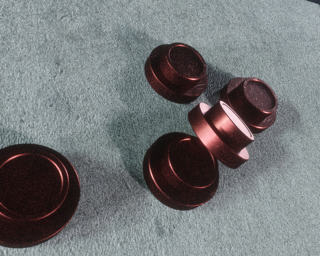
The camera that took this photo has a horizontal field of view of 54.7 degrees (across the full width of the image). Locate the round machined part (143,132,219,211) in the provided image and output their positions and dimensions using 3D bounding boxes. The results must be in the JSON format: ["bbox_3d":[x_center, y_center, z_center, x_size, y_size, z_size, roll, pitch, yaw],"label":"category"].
[{"bbox_3d":[0.032,0.048,0.381,0.099,0.042,0.098,13,56,-21],"label":"round machined part"}]

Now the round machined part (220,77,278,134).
[{"bbox_3d":[0.149,-0.043,0.499,0.099,0.042,0.098,14,56,-21],"label":"round machined part"}]

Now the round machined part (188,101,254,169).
[{"bbox_3d":[0.086,0.003,0.409,0.098,0.042,0.098,41,21,-19],"label":"round machined part"}]

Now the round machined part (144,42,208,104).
[{"bbox_3d":[0.030,-0.088,0.463,0.099,0.042,0.098,14,56,-21],"label":"round machined part"}]

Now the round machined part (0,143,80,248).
[{"bbox_3d":[-0.124,0.058,0.291,0.099,0.042,0.098,14,56,-21],"label":"round machined part"}]
